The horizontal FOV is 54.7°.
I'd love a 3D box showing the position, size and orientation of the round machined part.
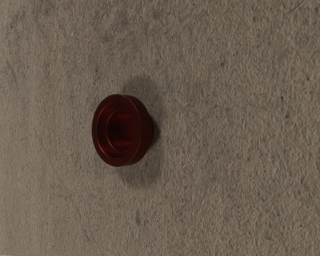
[{"bbox_3d":[-0.047,0.003,0.431,0.098,0.042,0.097,0,90,39],"label":"round machined part"}]
